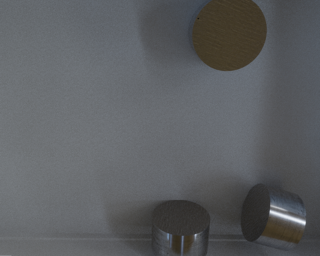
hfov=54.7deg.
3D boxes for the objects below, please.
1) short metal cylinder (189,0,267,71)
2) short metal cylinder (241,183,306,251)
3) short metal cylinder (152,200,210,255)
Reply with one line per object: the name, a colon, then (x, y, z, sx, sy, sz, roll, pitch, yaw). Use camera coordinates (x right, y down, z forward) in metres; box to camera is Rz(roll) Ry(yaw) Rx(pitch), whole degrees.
short metal cylinder: (0.075, -0.110, 0.358, 0.081, 0.050, 0.079, 0, 110, 0)
short metal cylinder: (0.154, 0.122, 0.428, 0.050, 0.080, 0.079, 17, 109, -6)
short metal cylinder: (0.029, 0.145, 0.436, 0.081, 0.080, 0.050, 1, 110, -1)
